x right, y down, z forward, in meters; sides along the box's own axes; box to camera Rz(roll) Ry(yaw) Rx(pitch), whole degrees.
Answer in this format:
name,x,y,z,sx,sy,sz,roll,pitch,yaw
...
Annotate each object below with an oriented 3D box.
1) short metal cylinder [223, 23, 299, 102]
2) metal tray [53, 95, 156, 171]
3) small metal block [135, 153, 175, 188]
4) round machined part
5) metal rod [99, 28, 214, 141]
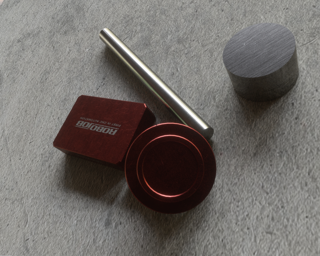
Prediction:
name,x,y,z,sx,sy,sz,roll,pitch,yaw
short metal cylinder,0.121,-0.078,0.372,0.080,0.050,0.080,-13,56,21
metal tray,-0.081,0.004,0.441,0.130,0.030,0.090,11,67,32
small metal block,-0.006,0.050,0.377,0.050,0.025,0.050,-45,51,-3
round machined part,0.011,0.042,0.332,0.099,0.042,0.097,0,84,1
metal rod,-0.022,-0.079,0.463,0.025,0.025,0.300,-41,51,0
